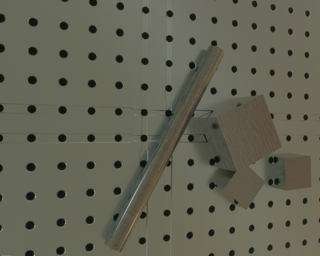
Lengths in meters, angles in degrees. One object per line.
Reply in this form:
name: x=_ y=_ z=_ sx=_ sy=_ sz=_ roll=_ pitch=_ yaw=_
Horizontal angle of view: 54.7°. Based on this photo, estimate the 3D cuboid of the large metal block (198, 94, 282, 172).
large metal block: x=0.114 y=0.006 z=0.441 sx=0.081 sy=0.050 sz=0.080 roll=-25 pitch=99 yaw=-18

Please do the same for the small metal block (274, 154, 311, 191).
small metal block: x=0.210 y=0.069 z=0.490 sx=0.050 sy=0.025 sz=0.050 roll=-2 pitch=91 yaw=-20

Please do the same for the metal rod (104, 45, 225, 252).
metal rod: x=0.011 y=0.020 z=0.416 sx=0.025 sy=0.025 sz=0.299 roll=31 pitch=80 yaw=-18

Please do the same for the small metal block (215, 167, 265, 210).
small metal block: x=0.118 y=0.083 z=0.456 sx=0.050 sy=0.025 sz=0.050 roll=42 pitch=77 yaw=-15
